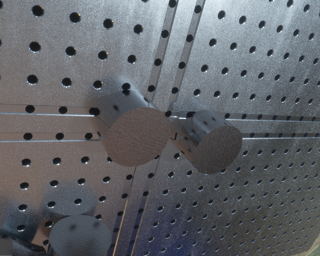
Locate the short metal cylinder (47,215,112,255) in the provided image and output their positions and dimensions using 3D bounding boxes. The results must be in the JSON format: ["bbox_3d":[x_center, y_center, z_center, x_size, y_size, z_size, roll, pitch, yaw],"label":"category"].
[{"bbox_3d":[-0.110,0.165,0.419,0.081,0.080,0.050,2,118,-30],"label":"short metal cylinder"}]

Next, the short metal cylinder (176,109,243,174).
[{"bbox_3d":[0.071,0.020,0.448,0.081,0.050,0.079,-14,124,-21],"label":"short metal cylinder"}]

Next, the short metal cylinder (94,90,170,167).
[{"bbox_3d":[-0.035,0.000,0.377,0.081,0.050,0.079,-14,124,-21],"label":"short metal cylinder"}]

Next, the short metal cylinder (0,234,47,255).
[{"bbox_3d":[-0.188,0.180,0.385,0.080,0.080,0.050,-46,130,3],"label":"short metal cylinder"}]
